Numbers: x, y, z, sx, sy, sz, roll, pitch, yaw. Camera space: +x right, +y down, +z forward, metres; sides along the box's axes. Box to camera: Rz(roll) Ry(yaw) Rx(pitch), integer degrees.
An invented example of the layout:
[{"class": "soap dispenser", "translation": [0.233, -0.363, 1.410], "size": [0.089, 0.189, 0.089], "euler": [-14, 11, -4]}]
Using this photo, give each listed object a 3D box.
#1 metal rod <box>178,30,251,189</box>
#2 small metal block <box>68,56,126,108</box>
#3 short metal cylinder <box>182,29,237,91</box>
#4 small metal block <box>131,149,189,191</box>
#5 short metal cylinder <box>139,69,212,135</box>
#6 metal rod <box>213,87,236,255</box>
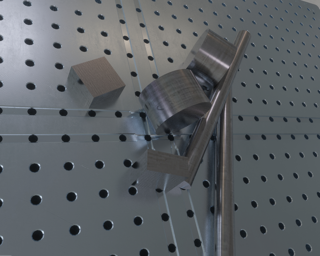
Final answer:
[{"class": "metal rod", "translation": [0.086, -0.045, 0.458], "size": [0.025, 0.025, 0.300], "euler": [32, 58, -8]}, {"class": "small metal block", "translation": [-0.082, -0.060, 0.401], "size": [0.050, 0.025, 0.050], "euler": [-29, 78, -37]}, {"class": "short metal cylinder", "translation": [0.073, -0.104, 0.475], "size": [0.050, 0.080, 0.080], "euler": [30, 52, -9]}, {"class": "small metal block", "translation": [-0.001, 0.051, 0.361], "size": [0.050, 0.050, 0.025], "euler": [13, 56, -21]}, {"class": "short metal cylinder", "translation": [0.019, -0.032, 0.403], "size": [0.081, 0.080, 0.050], "euler": [-16, 70, -34]}, {"class": "metal rod", "translation": [0.090, 0.039, 0.432], "size": [0.025, 0.025, 0.300], "euler": [20, 54, -17]}]
